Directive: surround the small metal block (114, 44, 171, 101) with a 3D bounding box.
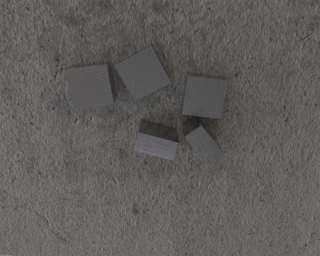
[{"bbox_3d":[-0.021,-0.069,0.384,0.050,0.025,0.050,-27,108,9],"label":"small metal block"}]

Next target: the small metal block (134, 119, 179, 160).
[{"bbox_3d":[-0.005,0.014,0.401,0.050,0.050,0.025,15,110,-6],"label":"small metal block"}]

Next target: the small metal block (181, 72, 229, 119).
[{"bbox_3d":[0.056,-0.042,0.395,0.050,0.025,0.050,6,110,-3],"label":"small metal block"}]

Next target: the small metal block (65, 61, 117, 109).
[{"bbox_3d":[-0.085,-0.054,0.389,0.050,0.025,0.050,-6,110,2],"label":"small metal block"}]

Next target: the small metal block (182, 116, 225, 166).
[{"bbox_3d":[0.055,0.014,0.402,0.025,0.050,0.050,-36,106,12],"label":"small metal block"}]
